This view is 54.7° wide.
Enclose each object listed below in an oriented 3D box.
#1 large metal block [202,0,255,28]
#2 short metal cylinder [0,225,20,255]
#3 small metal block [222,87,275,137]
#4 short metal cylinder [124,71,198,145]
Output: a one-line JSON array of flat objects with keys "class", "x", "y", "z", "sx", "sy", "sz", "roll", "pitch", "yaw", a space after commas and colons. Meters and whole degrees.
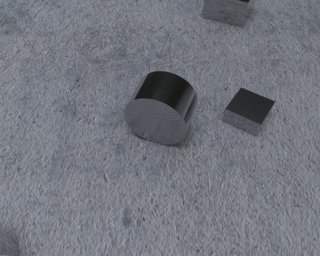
[{"class": "large metal block", "x": 0.135, "y": -0.244, "z": 0.593, "sx": 0.080, "sy": 0.050, "sz": 0.080, "roll": 20, "pitch": 53, "yaw": 16}, {"class": "short metal cylinder", "x": -0.179, "y": 0.122, "z": 0.283, "sx": 0.081, "sy": 0.050, "sz": 0.080, "roll": 0, "pitch": 50, "yaw": 0}, {"class": "small metal block", "x": 0.121, "y": -0.023, "z": 0.423, "sx": 0.050, "sy": 0.025, "sz": 0.050, "roll": 27, "pitch": 55, "yaw": 21}, {"class": "short metal cylinder", "x": 0.002, "y": -0.024, "z": 0.388, "sx": 0.080, "sy": 0.080, "sz": 0.050, "roll": 15, "pitch": 52, "yaw": 12}]
